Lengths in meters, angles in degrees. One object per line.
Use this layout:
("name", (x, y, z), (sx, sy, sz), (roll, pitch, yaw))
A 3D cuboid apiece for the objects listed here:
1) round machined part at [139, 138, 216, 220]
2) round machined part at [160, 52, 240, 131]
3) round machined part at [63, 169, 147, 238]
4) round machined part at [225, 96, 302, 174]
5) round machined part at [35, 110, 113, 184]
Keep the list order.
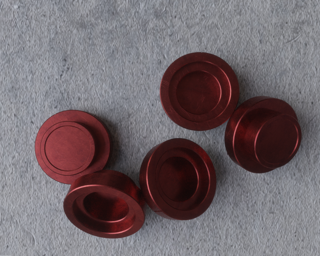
("round machined part", (0.018, 0.065, 0.387), (0.099, 0.042, 0.098), (9, 72, -27))
("round machined part", (0.049, -0.045, 0.402), (0.099, 0.042, 0.097), (0, 90, 0))
("round machined part", (-0.065, 0.090, 0.386), (0.099, 0.042, 0.097), (3, 126, 4))
("round machined part", (0.134, 0.011, 0.384), (0.099, 0.042, 0.097), (-5, 106, -19))
("round machined part", (-0.113, 0.025, 0.400), (0.099, 0.042, 0.097), (0, 90, 0))
